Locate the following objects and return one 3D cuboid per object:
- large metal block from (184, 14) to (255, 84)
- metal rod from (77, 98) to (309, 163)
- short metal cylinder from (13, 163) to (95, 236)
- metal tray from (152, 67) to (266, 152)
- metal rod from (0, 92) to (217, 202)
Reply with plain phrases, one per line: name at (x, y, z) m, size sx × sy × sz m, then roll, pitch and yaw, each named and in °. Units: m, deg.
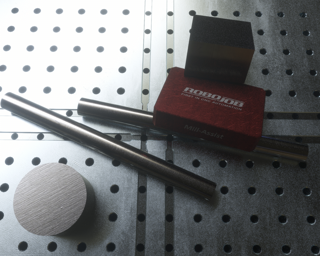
large metal block at (0.079, -0.109, 0.422) m, size 0.080 × 0.050 × 0.080 m, roll 9°, pitch 43°, yaw 3°
metal rod at (0.040, 0.002, 0.411) m, size 0.302 × 0.025 × 0.025 m, roll 12°, pitch 71°, yaw 4°
short metal cylinder at (-0.122, 0.086, 0.366) m, size 0.081 × 0.050 × 0.080 m, roll 0°, pitch 70°, yaw 0°
metal tray at (0.065, -0.028, 0.402) m, size 0.131 × 0.030 × 0.090 m, roll 16°, pitch 49°, yaw 7°
metal rod at (-0.072, 0.021, 0.403) m, size 0.301 × 0.025 × 0.025 m, roll 23°, pitch 72°, yaw 8°
